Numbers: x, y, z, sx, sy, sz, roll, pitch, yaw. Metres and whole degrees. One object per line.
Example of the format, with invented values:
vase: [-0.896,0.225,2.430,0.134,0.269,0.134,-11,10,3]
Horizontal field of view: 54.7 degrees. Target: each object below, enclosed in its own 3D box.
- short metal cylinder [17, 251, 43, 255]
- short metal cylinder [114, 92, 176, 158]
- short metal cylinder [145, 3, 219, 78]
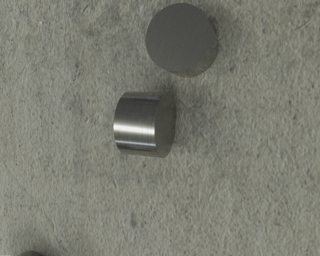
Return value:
short metal cylinder: [-0.210,0.235,0.468,0.080,0.050,0.079,0,90,19]
short metal cylinder: [-0.016,-0.005,0.385,0.050,0.080,0.079,4,91,19]
short metal cylinder: [0.029,-0.106,0.385,0.080,0.050,0.079,0,90,19]
